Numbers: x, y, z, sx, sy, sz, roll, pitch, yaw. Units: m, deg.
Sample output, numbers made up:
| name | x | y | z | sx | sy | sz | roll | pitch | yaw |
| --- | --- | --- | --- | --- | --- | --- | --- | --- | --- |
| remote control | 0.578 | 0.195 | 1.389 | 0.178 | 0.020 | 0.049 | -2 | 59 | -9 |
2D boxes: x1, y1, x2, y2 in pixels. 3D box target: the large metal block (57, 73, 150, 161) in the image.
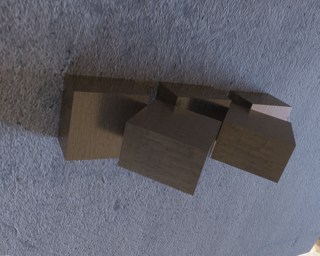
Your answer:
| name | x | y | z | sx | sy | sz | roll | pitch | yaw |
| --- | --- | --- | --- | --- | --- | --- | --- | --- | --- |
| large metal block | -0.066 | -0.012 | 0.350 | 0.081 | 0.050 | 0.079 | 0 | 118 | -29 |

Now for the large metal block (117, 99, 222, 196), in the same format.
| name | x | y | z | sx | sy | sz | roll | pitch | yaw |
| --- | --- | --- | --- | --- | --- | --- | --- | --- | --- |
| large metal block | 0.013 | 0.015 | 0.326 | 0.080 | 0.080 | 0.050 | -47 | 155 | -62 |

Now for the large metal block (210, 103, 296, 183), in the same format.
| name | x | y | z | sx | sy | sz | roll | pitch | yaw |
| --- | --- | --- | --- | --- | --- | --- | --- | --- | --- |
| large metal block | 0.115 | 0.014 | 0.385 | 0.080 | 0.080 | 0.050 | 20 | 114 | 11 |

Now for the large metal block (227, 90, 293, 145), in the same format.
| name | x | y | z | sx | sy | sz | roll | pitch | yaw |
| --- | --- | --- | --- | --- | --- | --- | --- | --- | --- |
| large metal block | 0.137 | -0.008 | 0.465 | 0.081 | 0.050 | 0.079 | 1 | 118 | -30 |

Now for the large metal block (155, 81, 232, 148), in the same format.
| name | x | y | z | sx | sy | sz | roll | pitch | yaw |
| --- | --- | --- | --- | --- | --- | --- | --- | --- | --- |
| large metal block | 0.035 | -0.012 | 0.406 | 0.081 | 0.050 | 0.079 | 1 | 118 | -29 |
